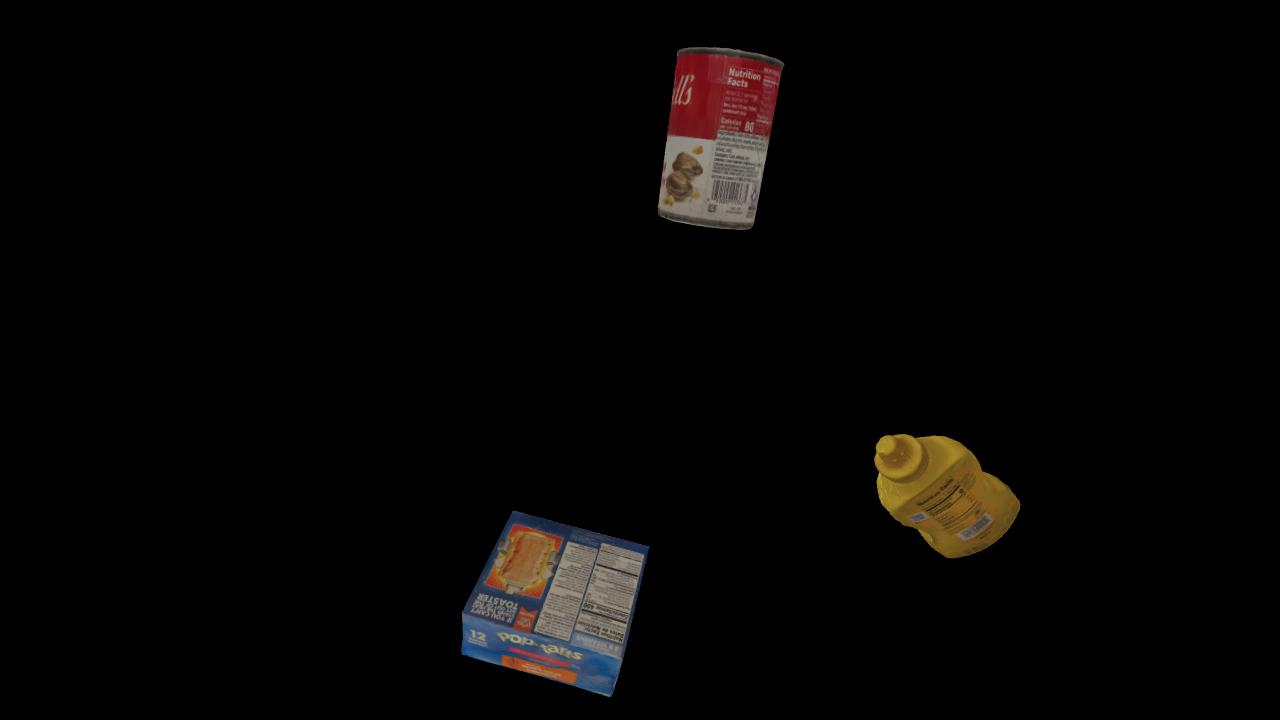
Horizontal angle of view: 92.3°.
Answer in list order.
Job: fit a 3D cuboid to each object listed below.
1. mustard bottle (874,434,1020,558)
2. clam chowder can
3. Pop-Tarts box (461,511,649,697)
[{"bbox_3d":[0.266,0.115,0.556,0.184,0.092,0.054,35,24,-31],"label":"mustard bottle"},{"bbox_3d":[0.050,-0.141,0.400,0.068,0.102,0.068,6,19,-2],"label":"clam chowder can"},{"bbox_3d":[-0.089,0.262,0.676,0.167,0.083,0.141,13,35,5],"label":"Pop-Tarts box"}]
